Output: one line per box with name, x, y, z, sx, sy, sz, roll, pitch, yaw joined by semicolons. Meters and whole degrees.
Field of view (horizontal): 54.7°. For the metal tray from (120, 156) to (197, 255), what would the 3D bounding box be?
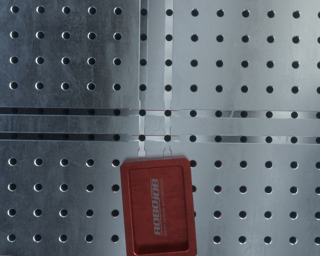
metal tray;-0.002;0.105;0.410;0.091;0.030;0.129;-4;90;-1
